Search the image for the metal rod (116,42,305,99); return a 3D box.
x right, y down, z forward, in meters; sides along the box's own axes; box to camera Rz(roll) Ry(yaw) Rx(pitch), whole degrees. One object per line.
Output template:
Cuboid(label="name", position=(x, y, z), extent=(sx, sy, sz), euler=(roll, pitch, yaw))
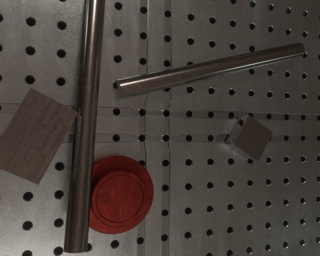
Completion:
Cuboid(label="metal rod", position=(0.085, -0.087, 0.445), extent=(0.302, 0.025, 0.025), euler=(-15, 96, -20))

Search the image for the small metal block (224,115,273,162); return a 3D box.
Cuboid(label="small metal block", position=(0.133, 0.015, 0.464), extent=(0.050, 0.025, 0.050), euler=(33, 79, -18))

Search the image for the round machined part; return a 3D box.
Cuboid(label="round machined part", position=(-0.054, 0.084, 0.385), extent=(0.099, 0.042, 0.097), euler=(0, 90, -21))

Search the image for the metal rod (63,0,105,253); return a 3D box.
Cuboid(label="metal rod", position=(-0.086, -0.014, 0.360), extent=(0.025, 0.025, 0.298), euler=(6, 80, -20))

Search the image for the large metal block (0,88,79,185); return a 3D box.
Cuboid(label="large metal block", position=(-0.134, 0.008, 0.334), extent=(0.050, 0.080, 0.080), euler=(29, 80, -18))
